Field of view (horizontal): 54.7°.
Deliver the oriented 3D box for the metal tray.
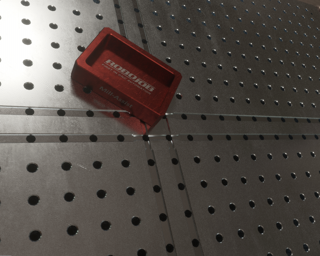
[{"bbox_3d":[-0.042,-0.072,0.427,0.130,0.030,0.090,31,51,-9],"label":"metal tray"}]
